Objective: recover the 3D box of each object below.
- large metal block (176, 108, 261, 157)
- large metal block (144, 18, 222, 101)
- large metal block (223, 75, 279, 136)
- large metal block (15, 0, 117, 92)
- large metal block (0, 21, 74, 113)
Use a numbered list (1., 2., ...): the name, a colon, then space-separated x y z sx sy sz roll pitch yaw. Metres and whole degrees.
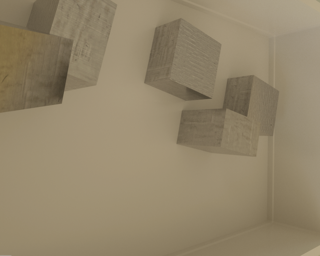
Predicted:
1. large metal block: 0.084 0.008 0.444 0.081 0.080 0.050 16 80 -39
2. large metal block: 0.033 -0.088 0.420 0.080 0.050 0.080 18 79 -39
3. large metal block: 0.152 -0.035 0.521 0.080 0.050 0.080 19 78 -39
4. large metal block: -0.092 -0.083 0.294 0.050 0.080 0.080 20 77 -39
5. large metal block: -0.119 -0.048 0.207 0.080 0.080 0.050 -31 137 -72
